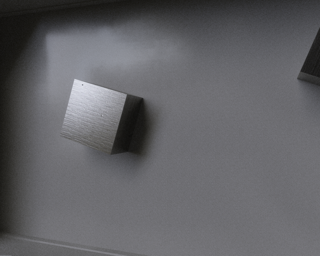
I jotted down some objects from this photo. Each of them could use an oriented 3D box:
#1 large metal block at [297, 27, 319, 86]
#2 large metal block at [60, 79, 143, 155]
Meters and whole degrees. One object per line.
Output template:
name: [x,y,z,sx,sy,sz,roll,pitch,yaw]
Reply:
large metal block: [0.203,-0.080,0.325,0.080,0.050,0.080,24,98,18]
large metal block: [-0.080,-0.016,0.425,0.080,0.050,0.080,18,96,19]
